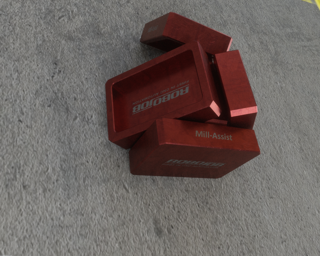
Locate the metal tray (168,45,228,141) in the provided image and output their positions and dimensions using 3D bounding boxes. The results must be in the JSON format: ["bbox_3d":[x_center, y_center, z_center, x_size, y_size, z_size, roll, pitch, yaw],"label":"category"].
[{"bbox_3d":[0.039,-0.041,0.410,0.030,0.090,0.130,7,59,-25],"label":"metal tray"}]

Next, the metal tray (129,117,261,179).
[{"bbox_3d":[0.039,0.029,0.368,0.131,0.090,0.030,7,59,-25],"label":"metal tray"}]

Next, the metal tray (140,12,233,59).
[{"bbox_3d":[0.031,-0.125,0.441,0.091,0.130,0.030,16,96,-20],"label":"metal tray"}]

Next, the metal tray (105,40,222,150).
[{"bbox_3d":[-0.002,-0.037,0.366,0.030,0.130,0.090,37,38,-54],"label":"metal tray"}]

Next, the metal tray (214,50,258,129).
[{"bbox_3d":[0.094,-0.028,0.411,0.030,0.130,0.090,-10,63,4],"label":"metal tray"}]
